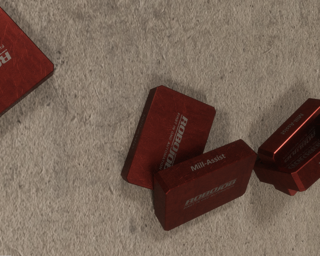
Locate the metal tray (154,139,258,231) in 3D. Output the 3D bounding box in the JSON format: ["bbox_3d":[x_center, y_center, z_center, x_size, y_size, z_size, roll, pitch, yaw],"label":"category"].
[{"bbox_3d":[0.057,0.074,0.401,0.131,0.030,0.089,-19,136,-20],"label":"metal tray"}]

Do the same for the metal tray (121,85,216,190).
[{"bbox_3d":[0.013,0.019,0.412,0.091,0.030,0.129,21,83,-19],"label":"metal tray"}]

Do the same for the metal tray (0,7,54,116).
[{"bbox_3d":[-0.195,-0.057,0.334,0.130,0.030,0.090,-44,104,-15],"label":"metal tray"}]

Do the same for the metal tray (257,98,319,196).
[{"bbox_3d":[0.215,0.027,0.471,0.130,0.030,0.090,-41,117,-15],"label":"metal tray"}]

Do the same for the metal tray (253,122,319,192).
[{"bbox_3d":[0.213,0.036,0.455,0.131,0.090,0.030,-33,101,-17],"label":"metal tray"}]
